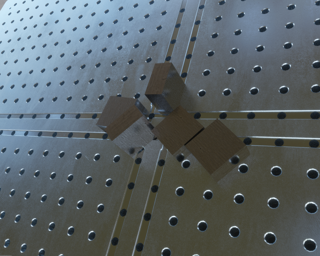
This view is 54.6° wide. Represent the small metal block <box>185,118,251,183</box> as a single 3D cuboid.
[{"bbox_3d":[0.066,0.025,0.359,0.050,0.025,0.050,-40,51,0],"label":"small metal block"}]

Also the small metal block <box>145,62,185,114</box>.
[{"bbox_3d":[0.008,-0.053,0.421,0.025,0.050,0.050,3,63,30],"label":"small metal block"}]

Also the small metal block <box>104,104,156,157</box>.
[{"bbox_3d":[-0.036,0.005,0.409,0.050,0.050,0.025,-40,51,1],"label":"small metal block"}]

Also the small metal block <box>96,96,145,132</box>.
[{"bbox_3d":[-0.057,-0.017,0.450,0.050,0.025,0.050,9,66,32],"label":"small metal block"}]

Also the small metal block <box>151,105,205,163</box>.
[{"bbox_3d":[0.025,0.007,0.392,0.050,0.025,0.050,-42,51,-1],"label":"small metal block"}]
